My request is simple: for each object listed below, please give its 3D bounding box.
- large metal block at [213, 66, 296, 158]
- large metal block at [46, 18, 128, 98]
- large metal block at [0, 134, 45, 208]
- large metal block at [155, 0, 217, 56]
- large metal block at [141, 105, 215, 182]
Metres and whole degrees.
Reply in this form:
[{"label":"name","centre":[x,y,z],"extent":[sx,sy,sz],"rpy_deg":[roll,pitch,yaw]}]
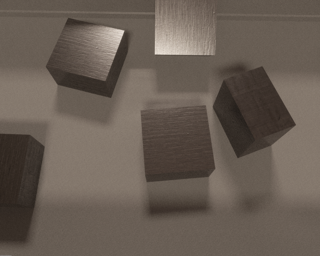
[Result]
[{"label":"large metal block","centre":[0.112,-0.017,0.388],"extent":[0.050,0.080,0.080],"rpy_deg":[-20,72,-7]},{"label":"large metal block","centre":[-0.097,-0.097,0.430],"extent":[0.080,0.050,0.080],"rpy_deg":[14,71,5]},{"label":"large metal block","centre":[-0.195,0.052,0.375],"extent":[0.081,0.050,0.080],"rpy_deg":[2,70,0]},{"label":"large metal block","centre":[0.034,-0.142,0.430],"extent":[0.081,0.050,0.079],"rpy_deg":[1,101,0]},{"label":"large metal block","centre":[0.020,0.021,0.389],"extent":[0.081,0.050,0.080],"rpy_deg":[-5,70,-2]}]
